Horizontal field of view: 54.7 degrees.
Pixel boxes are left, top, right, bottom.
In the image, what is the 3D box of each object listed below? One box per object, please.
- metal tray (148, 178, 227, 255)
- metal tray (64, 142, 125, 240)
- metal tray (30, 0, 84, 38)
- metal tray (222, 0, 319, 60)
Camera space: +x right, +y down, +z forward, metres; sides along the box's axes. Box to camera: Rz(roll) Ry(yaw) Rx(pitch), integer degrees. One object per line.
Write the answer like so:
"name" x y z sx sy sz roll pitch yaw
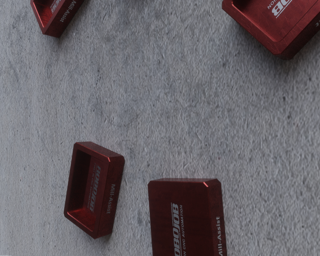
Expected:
"metal tray" 0.032 0.128 0.375 0.090 0.030 0.129 -7 86 39
"metal tray" -0.107 0.095 0.489 0.090 0.030 0.129 18 101 38
"metal tray" -0.177 -0.237 0.547 0.129 0.030 0.090 -41 65 32
"metal tray" 0.132 -0.142 0.292 0.129 0.030 0.090 -51 60 28
